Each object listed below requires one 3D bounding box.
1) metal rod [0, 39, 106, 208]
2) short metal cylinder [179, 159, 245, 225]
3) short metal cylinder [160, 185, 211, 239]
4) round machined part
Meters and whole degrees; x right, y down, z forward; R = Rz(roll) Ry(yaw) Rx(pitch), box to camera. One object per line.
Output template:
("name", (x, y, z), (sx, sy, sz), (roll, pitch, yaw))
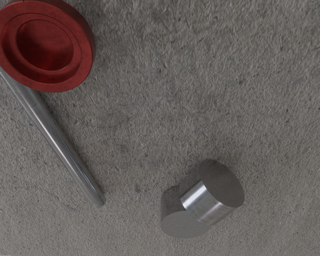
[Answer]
("metal rod", (-0.140, 0.012, 0.415), (0.025, 0.025, 0.299), (-12, 129, 10))
("short metal cylinder", (0.075, 0.093, 0.451), (0.080, 0.080, 0.050), (25, 126, -20))
("short metal cylinder", (0.041, 0.138, 0.509), (0.081, 0.050, 0.079), (0, 130, 0))
("round machined part", (-0.116, -0.089, 0.319), (0.099, 0.042, 0.097), (0, 130, 0))
